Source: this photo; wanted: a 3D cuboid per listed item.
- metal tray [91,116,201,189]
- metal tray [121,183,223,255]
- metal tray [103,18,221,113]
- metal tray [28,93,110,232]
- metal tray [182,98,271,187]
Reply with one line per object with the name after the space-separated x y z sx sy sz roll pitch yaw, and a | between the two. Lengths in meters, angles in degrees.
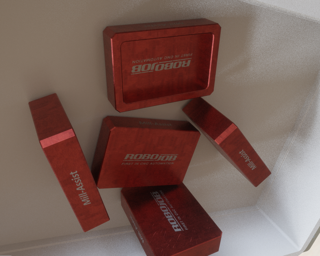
-0.018 0.034 0.414 0.131 0.030 0.089 3 117 -30 | metal tray
0.010 0.121 0.419 0.091 0.130 0.030 -12 124 -23 | metal tray
0.004 -0.074 0.361 0.131 0.030 0.089 -13 124 -22 | metal tray
-0.097 0.038 0.335 0.030 0.090 0.129 -23 128 -16 | metal tray
0.093 0.019 0.428 0.030 0.090 0.130 -44 130 3 | metal tray
